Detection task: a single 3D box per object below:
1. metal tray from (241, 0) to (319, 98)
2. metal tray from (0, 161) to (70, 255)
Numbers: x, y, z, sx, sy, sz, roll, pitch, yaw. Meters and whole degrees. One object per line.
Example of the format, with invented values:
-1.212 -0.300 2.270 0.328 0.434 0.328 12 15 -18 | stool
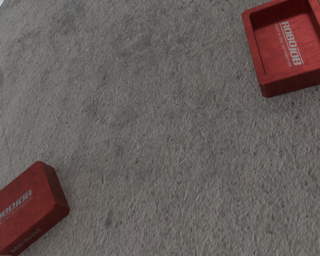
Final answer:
0.158 -0.107 0.382 0.090 0.030 0.130 -15 56 19 | metal tray
-0.196 0.119 0.431 0.130 0.030 0.090 -39 51 1 | metal tray
